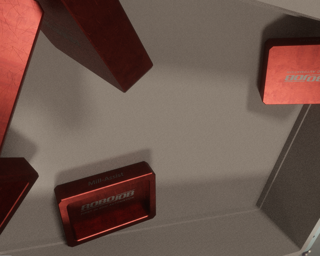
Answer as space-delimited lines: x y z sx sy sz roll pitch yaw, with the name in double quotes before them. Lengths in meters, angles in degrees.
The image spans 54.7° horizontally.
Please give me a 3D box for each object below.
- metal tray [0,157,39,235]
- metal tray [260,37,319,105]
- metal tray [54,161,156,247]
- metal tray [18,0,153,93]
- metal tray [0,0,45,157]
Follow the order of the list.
"metal tray" -0.200 0.091 0.326 0.130 0.030 0.090 -54 158 10
"metal tray" 0.213 -0.079 0.435 0.131 0.030 0.089 0 124 7
"metal tray" -0.071 0.105 0.432 0.131 0.030 0.089 -14 124 -21
"metal tray" -0.070 -0.088 0.238 0.030 0.130 0.090 -46 140 -11
"metal tray" -0.134 -0.028 0.184 0.091 0.030 0.129 17 85 -23
